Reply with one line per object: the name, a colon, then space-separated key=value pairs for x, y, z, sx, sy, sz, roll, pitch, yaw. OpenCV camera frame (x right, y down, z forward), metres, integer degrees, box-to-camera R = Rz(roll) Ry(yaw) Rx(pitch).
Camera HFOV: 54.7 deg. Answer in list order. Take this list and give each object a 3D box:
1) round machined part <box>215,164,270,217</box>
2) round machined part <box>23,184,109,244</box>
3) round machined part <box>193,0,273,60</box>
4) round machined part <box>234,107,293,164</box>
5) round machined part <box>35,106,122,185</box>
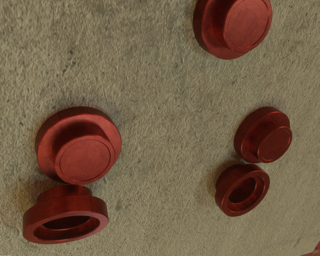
round machined part: x=0.136 y=0.101 z=0.532 sx=0.099 sy=0.042 sz=0.097 roll=-14 pitch=124 yaw=-21
round machined part: x=-0.116 y=0.104 z=0.382 sx=0.099 sy=0.042 sz=0.098 roll=-12 pitch=145 yaw=-8
round machined part: x=0.092 y=-0.128 z=0.367 sx=0.099 sy=0.042 sz=0.097 roll=-14 pitch=124 yaw=-21
round machined part: x=0.173 y=0.018 z=0.501 sx=0.099 sy=0.042 sz=0.097 roll=-14 pitch=124 yaw=-21
round machined part: x=-0.092 y=0.027 z=0.363 sx=0.099 sy=0.042 sz=0.097 roll=-14 pitch=124 yaw=-21
